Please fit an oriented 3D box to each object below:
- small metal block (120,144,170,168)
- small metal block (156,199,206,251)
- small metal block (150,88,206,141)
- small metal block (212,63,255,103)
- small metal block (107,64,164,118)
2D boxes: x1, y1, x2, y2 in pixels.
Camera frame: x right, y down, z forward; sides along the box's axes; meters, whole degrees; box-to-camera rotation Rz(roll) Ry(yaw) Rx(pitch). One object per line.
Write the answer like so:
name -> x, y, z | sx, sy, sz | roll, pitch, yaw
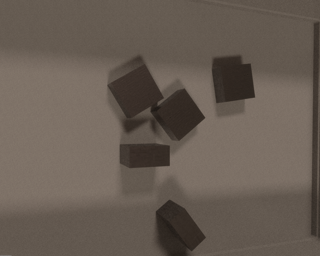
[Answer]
small metal block -> -0.020, 0.034, 0.391 | 0.050, 0.050, 0.025 | 0, 91, -20
small metal block -> 0.027, 0.127, 0.408 | 0.025, 0.050, 0.050 | -39, 103, -16
small metal block -> 0.025, -0.018, 0.421 | 0.050, 0.025, 0.050 | -40, 103, -16
small metal block -> 0.107, -0.065, 0.452 | 0.050, 0.025, 0.050 | -10, 94, -20
small metal block -> -0.031, -0.047, 0.400 | 0.050, 0.025, 0.050 | -33, 101, -17
